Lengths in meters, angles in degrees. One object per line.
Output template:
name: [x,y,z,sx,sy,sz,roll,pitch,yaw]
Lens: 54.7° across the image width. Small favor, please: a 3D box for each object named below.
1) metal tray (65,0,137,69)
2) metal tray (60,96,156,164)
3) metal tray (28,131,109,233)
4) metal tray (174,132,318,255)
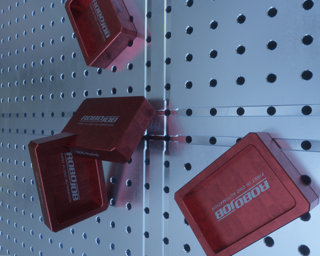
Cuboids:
metal tray: [-0.096,-0.170,0.482,0.090,0.030,0.130,-36,68,34]
metal tray: [-0.079,-0.001,0.437,0.130,0.030,0.090,3,53,39]
metal tray: [-0.129,0.072,0.448,0.030,0.091,0.129,12,112,50]
metal tray: [0.085,0.076,0.334,0.129,0.030,0.090,-46,63,30]
